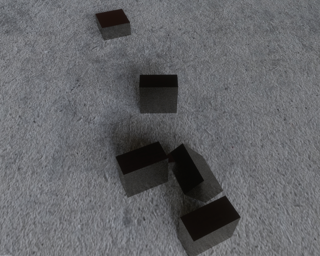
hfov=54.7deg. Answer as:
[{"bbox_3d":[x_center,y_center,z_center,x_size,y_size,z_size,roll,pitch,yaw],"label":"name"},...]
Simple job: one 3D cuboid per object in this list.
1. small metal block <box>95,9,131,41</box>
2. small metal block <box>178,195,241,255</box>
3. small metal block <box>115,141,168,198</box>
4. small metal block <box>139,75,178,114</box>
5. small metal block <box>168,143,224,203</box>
[{"bbox_3d":[-0.085,-0.188,0.560,0.050,0.025,0.050,-16,52,-14],"label":"small metal block"},{"bbox_3d":[0.047,0.098,0.305,0.050,0.050,0.025,-21,53,-17],"label":"small metal block"},{"bbox_3d":[-0.019,0.047,0.347,0.050,0.050,0.025,-19,53,-16],"label":"small metal block"},{"bbox_3d":[-0.002,-0.046,0.425,0.050,0.050,0.025,-1,50,-1],"label":"small metal block"},{"bbox_3d":[0.038,0.050,0.341,0.025,0.050,0.050,-39,52,14],"label":"small metal block"}]
